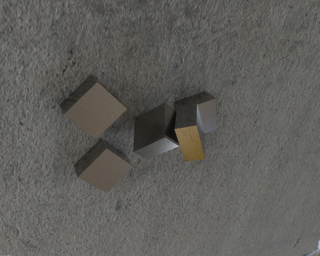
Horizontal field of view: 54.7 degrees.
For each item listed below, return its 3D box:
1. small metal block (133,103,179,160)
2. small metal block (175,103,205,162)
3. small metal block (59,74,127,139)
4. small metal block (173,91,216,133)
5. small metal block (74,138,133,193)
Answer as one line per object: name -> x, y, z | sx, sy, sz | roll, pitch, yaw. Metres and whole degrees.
small metal block -> -0.005, 0.004, 0.378 | 0.050, 0.050, 0.025 | -26, 138, 33
small metal block -> 0.038, 0.005, 0.380 | 0.025, 0.050, 0.050 | -10, 123, 14
small metal block -> -0.075, -0.024, 0.351 | 0.050, 0.025, 0.050 | -44, 129, 2
small metal block -> 0.048, -0.017, 0.423 | 0.050, 0.025, 0.050 | -19, 126, -17
small metal block -> -0.072, 0.049, 0.397 | 0.050, 0.025, 0.050 | -45, 129, 3
